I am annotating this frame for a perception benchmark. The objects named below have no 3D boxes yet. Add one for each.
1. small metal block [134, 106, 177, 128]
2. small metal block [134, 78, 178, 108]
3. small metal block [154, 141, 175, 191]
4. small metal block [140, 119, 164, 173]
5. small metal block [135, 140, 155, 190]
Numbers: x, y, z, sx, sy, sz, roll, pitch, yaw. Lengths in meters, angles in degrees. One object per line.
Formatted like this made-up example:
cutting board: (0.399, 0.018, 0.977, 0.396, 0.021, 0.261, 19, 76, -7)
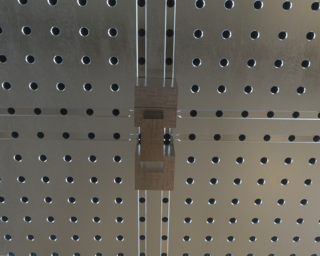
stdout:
small metal block: (-0.006, -0.021, 0.392, 0.050, 0.050, 0.025, 2, 110, -1)
small metal block: (-0.005, -0.044, 0.383, 0.050, 0.050, 0.025, 2, 110, -1)
small metal block: (0.006, 0.049, 0.417, 0.025, 0.050, 0.050, 1, 110, -1)
small metal block: (-0.008, 0.022, 0.364, 0.025, 0.050, 0.050, 1, 68, 0)
small metal block: (-0.020, 0.049, 0.418, 0.025, 0.050, 0.050, 1, 110, -1)
